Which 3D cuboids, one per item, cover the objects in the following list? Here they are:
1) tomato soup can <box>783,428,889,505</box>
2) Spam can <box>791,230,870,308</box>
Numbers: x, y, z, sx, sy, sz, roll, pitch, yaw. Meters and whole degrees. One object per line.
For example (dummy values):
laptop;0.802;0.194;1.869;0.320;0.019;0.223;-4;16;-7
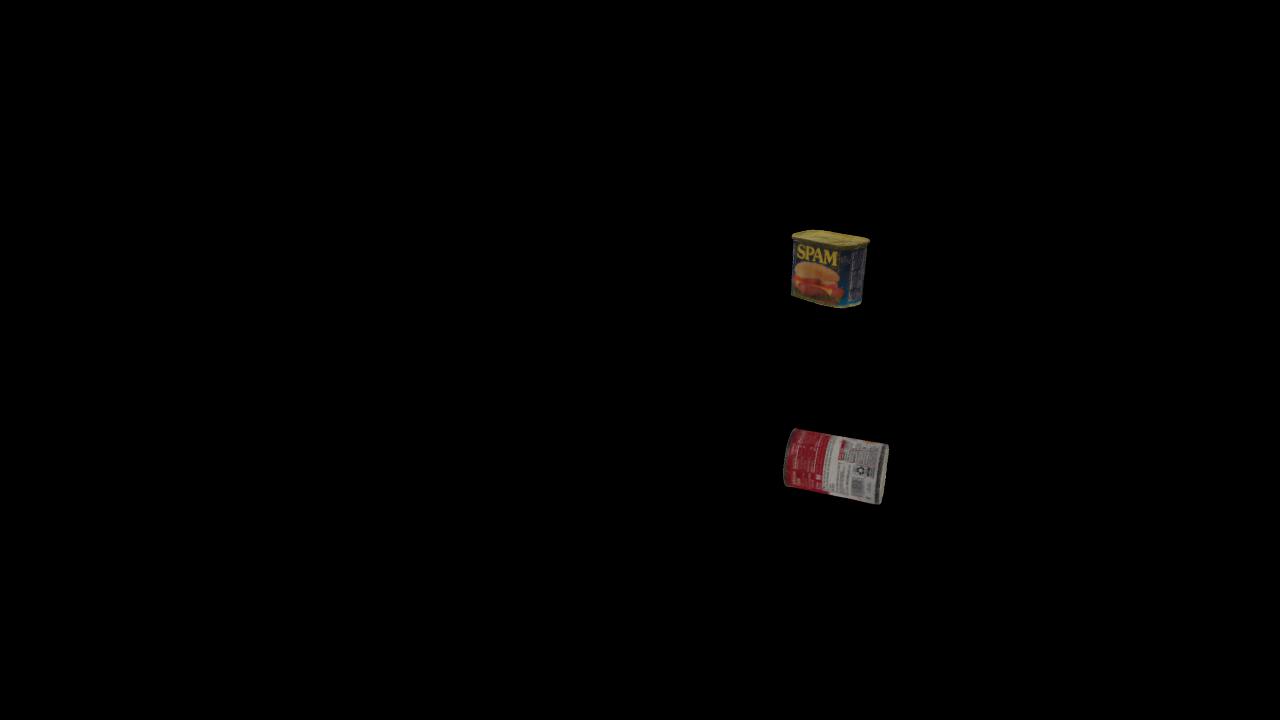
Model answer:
tomato soup can;0.217;0.116;0.678;0.101;0.068;0.068;7;3;27
Spam can;0.250;-0.122;0.819;0.058;0.085;0.101;-17;27;-29
